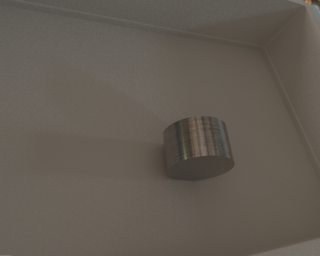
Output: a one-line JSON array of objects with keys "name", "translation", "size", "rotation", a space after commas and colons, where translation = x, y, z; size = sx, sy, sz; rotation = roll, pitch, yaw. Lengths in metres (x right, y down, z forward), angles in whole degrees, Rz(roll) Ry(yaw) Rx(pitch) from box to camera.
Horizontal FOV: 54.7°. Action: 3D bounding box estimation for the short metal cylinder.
[{"name": "short metal cylinder", "translation": [0.046, 0.027, 0.380], "size": [0.081, 0.080, 0.050], "rotation": [8, 58, -24]}]
